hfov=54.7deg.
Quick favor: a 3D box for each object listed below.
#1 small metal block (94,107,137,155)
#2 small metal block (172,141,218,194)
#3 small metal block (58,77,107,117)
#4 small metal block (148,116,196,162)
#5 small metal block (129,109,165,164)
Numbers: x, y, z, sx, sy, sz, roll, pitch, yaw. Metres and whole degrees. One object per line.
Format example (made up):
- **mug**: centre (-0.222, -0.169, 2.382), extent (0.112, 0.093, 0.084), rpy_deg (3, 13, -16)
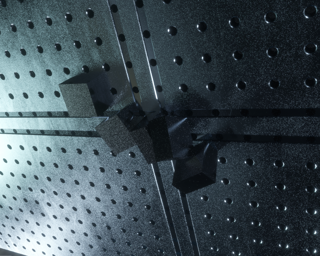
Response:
- **small metal block**: centre (-0.056, 0.005, 0.442), extent (0.050, 0.025, 0.050), rpy_deg (-27, 104, 37)
- **small metal block**: centre (0.045, 0.051, 0.398), extent (0.025, 0.050, 0.050), rpy_deg (39, 132, -24)
- **small metal block**: centre (-0.109, -0.044, 0.440), extent (0.050, 0.025, 0.050), rpy_deg (2, 119, 27)
- **small metal block**: centre (0.016, 0.013, 0.382), extent (0.025, 0.050, 0.050), rpy_deg (-18, 78, 35)
- **small metal block**: centre (-0.006, 0.011, 0.404), extent (0.025, 0.050, 0.050), rpy_deg (-17, 109, 34)
